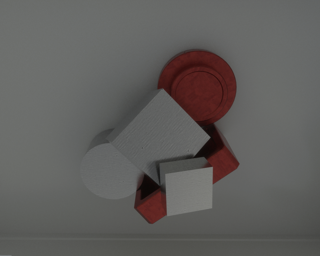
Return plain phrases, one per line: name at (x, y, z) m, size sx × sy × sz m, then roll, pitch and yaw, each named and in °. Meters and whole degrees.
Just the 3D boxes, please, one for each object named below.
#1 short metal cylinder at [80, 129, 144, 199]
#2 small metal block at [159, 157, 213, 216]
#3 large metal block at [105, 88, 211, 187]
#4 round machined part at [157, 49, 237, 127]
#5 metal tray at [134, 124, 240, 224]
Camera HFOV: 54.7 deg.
short metal cylinder at (-0.060, 0.047, 0.412) m, size 0.081 × 0.050 × 0.079 m, roll 0°, pitch 110°, yaw -1°
small metal block at (0.028, 0.062, 0.331) m, size 0.050 × 0.025 × 0.050 m, roll -7°, pitch 110°, yaw -12°
large metal block at (-0.003, 0.012, 0.363) m, size 0.080 × 0.050 × 0.080 m, roll 45°, pitch 79°, yaw -15°
round machined part at (0.046, -0.046, 0.384) m, size 0.099 × 0.042 × 0.097 m, roll 0°, pitch 110°, yaw -1°
metal tray at (0.029, 0.054, 0.395) m, size 0.130 × 0.090 × 0.030 m, roll -36°, pitch 106°, yaw 11°
